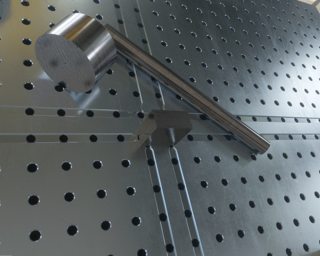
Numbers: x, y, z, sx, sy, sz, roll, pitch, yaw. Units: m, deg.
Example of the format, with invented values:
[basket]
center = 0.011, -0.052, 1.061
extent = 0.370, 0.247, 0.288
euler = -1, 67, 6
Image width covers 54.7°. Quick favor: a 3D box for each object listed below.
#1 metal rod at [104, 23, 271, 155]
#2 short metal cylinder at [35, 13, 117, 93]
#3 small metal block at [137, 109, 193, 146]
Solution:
[metal rod]
center = 0.040, -0.055, 0.464
extent = 0.301, 0.025, 0.025
euler = 35, 51, -5
[short metal cylinder]
center = -0.100, -0.090, 0.374
extent = 0.080, 0.080, 0.050
euler = 35, 51, -6
[small metal block]
center = 0.006, 0.001, 0.396
extent = 0.050, 0.050, 0.025
euler = 2, 61, -28
